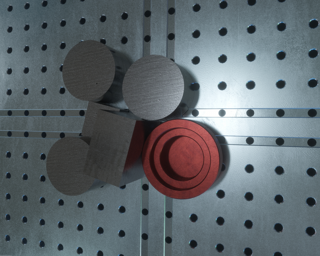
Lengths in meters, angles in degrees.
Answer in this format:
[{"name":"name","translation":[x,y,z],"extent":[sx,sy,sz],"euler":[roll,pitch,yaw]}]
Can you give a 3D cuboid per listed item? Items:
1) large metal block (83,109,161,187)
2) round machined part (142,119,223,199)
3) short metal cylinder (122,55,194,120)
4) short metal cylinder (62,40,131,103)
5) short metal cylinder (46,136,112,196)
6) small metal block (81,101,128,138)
[{"name":"large metal block","translation":[-0.046,0.023,0.396],"extent":[0.050,0.080,0.080],"euler":[17,96,19]},{"name":"round machined part","translation":[0.030,0.037,0.393],"extent":[0.098,0.042,0.097],"euler":[0,90,20]},{"name":"short metal cylinder","translation":[-0.001,-0.049,0.399],"extent":[0.080,0.050,0.080],"euler":[0,90,20]},{"name":"short metal cylinder","translation":[-0.086,-0.076,0.429],"extent":[0.080,0.050,0.080],"euler":[0,90,20]},{"name":"short metal cylinder","translation":[-0.111,0.051,0.438],"extent":[0.080,0.050,0.080],"euler":[0,90,20]},{"name":"small metal block","translation":[-0.079,-0.008,0.440],"extent":[0.050,0.025,0.050],"euler":[16,95,19]}]
